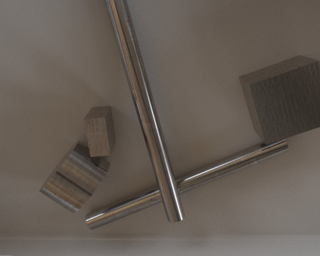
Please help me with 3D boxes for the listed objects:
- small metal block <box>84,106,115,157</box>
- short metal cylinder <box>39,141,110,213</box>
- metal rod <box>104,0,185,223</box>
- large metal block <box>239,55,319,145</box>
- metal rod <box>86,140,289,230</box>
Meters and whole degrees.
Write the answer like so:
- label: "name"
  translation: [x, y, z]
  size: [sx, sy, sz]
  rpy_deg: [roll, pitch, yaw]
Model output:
- label: "small metal block"
  translation: [-0.076, 0.003, 0.398]
  size: [0.025, 0.050, 0.050]
  rpy_deg: [-5, 110, 1]
- label: "short metal cylinder"
  translation: [-0.110, 0.063, 0.404]
  size: [0.050, 0.080, 0.080]
  rpy_deg: [39, 105, -13]
- label: "metal rod"
  translation: [-0.016, -0.017, 0.389]
  size: [0.025, 0.025, 0.298]
  rpy_deg: [-14, 104, 5]
- label: "large metal block"
  translation: [0.154, -0.036, 0.387]
  size: [0.080, 0.050, 0.080]
  rpy_deg: [-19, 109, 6]
- label: "metal rod"
  translation: [0.033, 0.080, 0.441]
  size: [0.301, 0.025, 0.025]
  rpy_deg: [-24, 109, 8]
